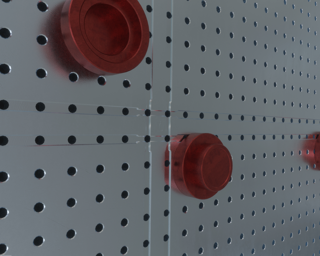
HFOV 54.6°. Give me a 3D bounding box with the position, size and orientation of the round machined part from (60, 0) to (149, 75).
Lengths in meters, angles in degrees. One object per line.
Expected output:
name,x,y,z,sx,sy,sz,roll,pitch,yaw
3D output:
round machined part,-0.063,-0.107,0.344,0.099,0.042,0.097,0,90,-40

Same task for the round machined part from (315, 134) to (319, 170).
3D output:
round machined part,0.414,0.057,0.743,0.099,0.042,0.097,0,90,-40

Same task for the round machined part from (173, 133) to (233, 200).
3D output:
round machined part,0.069,0.056,0.455,0.099,0.042,0.097,0,90,-40
